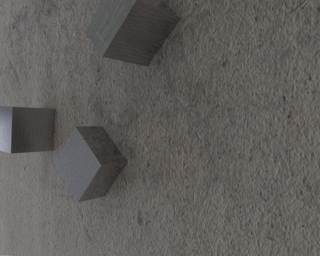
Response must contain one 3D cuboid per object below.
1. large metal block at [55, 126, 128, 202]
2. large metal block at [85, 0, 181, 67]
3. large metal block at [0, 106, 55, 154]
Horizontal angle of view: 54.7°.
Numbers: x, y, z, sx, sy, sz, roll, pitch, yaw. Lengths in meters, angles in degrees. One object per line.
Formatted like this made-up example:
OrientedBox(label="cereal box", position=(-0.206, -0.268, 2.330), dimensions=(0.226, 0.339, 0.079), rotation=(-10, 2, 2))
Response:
OrientedBox(label="large metal block", position=(-0.107, 0.054, 0.478), dimensions=(0.080, 0.050, 0.080), rotation=(50, 119, 28))
OrientedBox(label="large metal block", position=(-0.035, -0.132, 0.398), dimensions=(0.080, 0.081, 0.050), rotation=(-51, 60, 28))
OrientedBox(label="large metal block", position=(-0.245, 0.002, 0.572), dimensions=(0.050, 0.081, 0.079), rotation=(5, 94, 40))
